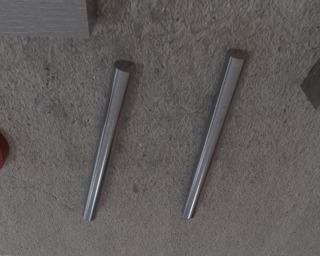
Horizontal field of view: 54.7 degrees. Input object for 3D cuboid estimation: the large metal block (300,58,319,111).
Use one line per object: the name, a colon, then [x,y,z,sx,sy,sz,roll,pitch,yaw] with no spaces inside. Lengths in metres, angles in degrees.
large metal block: [0.223,-0.057,0.346,0.081,0.050,0.079,12,129,-11]

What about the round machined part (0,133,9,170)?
round machined part: [-0.264,0.034,0.421,0.099,0.042,0.097,-1,130,0]

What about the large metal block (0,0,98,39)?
large metal block: [-0.104,-0.130,0.278,0.081,0.050,0.079,2,130,-2]

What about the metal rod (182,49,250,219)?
metal rod: [0.068,0.032,0.435,0.025,0.025,0.298,5,130,-5]

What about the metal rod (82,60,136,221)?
metal rod: [-0.080,0.040,0.439,0.025,0.025,0.298,12,129,-11]
